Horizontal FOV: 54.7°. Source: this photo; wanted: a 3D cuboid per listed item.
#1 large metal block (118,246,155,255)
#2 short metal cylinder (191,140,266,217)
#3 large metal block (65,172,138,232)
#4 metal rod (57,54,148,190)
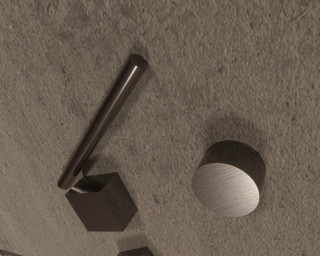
[{"bbox_3d":[-0.039,0.276,0.580,0.080,0.050,0.080,-28,103,37],"label":"large metal block"},{"bbox_3d":[0.086,0.062,0.383,0.080,0.050,0.079,13,124,20],"label":"short metal cylinder"},{"bbox_3d":[-0.096,0.125,0.516,0.080,0.050,0.080,-12,112,33],"label":"large metal block"},{"bbox_3d":[-0.099,0.010,0.462,0.025,0.025,0.298,40,129,1],"label":"metal rod"}]
